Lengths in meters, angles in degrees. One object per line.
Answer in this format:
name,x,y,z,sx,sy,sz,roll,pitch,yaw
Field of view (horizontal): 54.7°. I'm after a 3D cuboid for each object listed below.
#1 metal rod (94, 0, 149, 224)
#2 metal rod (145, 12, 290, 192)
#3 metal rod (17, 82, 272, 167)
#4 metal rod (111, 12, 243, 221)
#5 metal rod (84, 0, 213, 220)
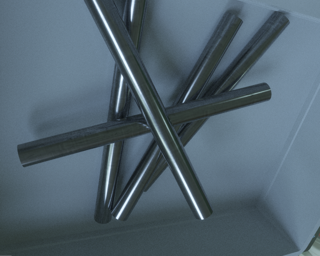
metal rod,-0.053,-0.002,0.379,0.025,0.025,0.298,-2,120,-28
metal rod,0.066,-0.031,0.427,0.025,0.025,0.299,34,99,-39
metal rod,-0.005,-0.009,0.363,0.302,0.025,0.025,-15,125,-14
metal rod,0.017,-0.007,0.402,0.025,0.025,0.299,22,102,-37
metal rod,-0.009,-0.022,0.331,0.025,0.025,0.299,-30,110,-10
